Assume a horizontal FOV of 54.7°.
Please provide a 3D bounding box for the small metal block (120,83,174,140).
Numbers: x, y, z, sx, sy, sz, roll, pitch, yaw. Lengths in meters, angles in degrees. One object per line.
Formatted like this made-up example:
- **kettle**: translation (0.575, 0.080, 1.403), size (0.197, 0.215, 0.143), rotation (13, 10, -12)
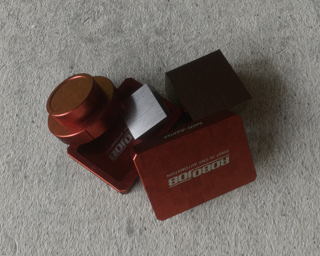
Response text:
- **small metal block**: translation (-0.019, -0.020, 0.392), size (0.050, 0.025, 0.050), rotation (-36, 74, 17)

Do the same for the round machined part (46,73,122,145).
- **round machined part**: translation (-0.101, -0.030, 0.388), size (0.098, 0.042, 0.098), rotation (-15, 49, 18)

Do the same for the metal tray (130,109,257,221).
- **metal tray**: translation (0.041, 0.043, 0.367), size (0.131, 0.030, 0.090), rotation (-22, 108, -7)

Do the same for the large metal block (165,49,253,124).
- **large metal block**: translation (0.061, -0.046, 0.413), size (0.080, 0.050, 0.080), rotation (-25, 72, -9)

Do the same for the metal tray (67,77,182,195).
- **metal tray**: translation (-0.043, 0.008, 0.402), size (0.090, 0.030, 0.130), rotation (33, 73, 11)
